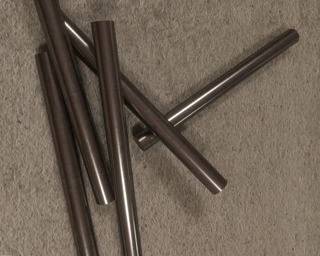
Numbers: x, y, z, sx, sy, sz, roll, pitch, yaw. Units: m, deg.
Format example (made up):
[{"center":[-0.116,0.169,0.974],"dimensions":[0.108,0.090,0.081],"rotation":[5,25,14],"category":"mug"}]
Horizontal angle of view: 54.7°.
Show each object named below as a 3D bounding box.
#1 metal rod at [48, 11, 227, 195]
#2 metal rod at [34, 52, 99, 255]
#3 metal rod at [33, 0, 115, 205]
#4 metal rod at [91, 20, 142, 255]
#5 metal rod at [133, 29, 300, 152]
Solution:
[{"center":[-0.028,-0.031,0.378],"dimensions":[0.300,0.025,0.025],"rotation":[46,76,-7],"category":"metal rod"},{"center":[-0.105,0.061,0.370],"dimensions":[0.025,0.025,0.298],"rotation":[-12,94,-20],"category":"metal rod"},{"center":[-0.102,-0.052,0.353],"dimensions":[0.025,0.025,0.298],"rotation":[-18,103,-19],"category":"metal rod"},{"center":[-0.048,0.030,0.366],"dimensions":[0.025,0.025,0.298],"rotation":[-10,103,-20],"category":"metal rod"},{"center":[0.091,-0.062,0.443],"dimensions":[0.301,0.025,0.025],"rotation":[-35,102,-17],"category":"metal rod"}]
